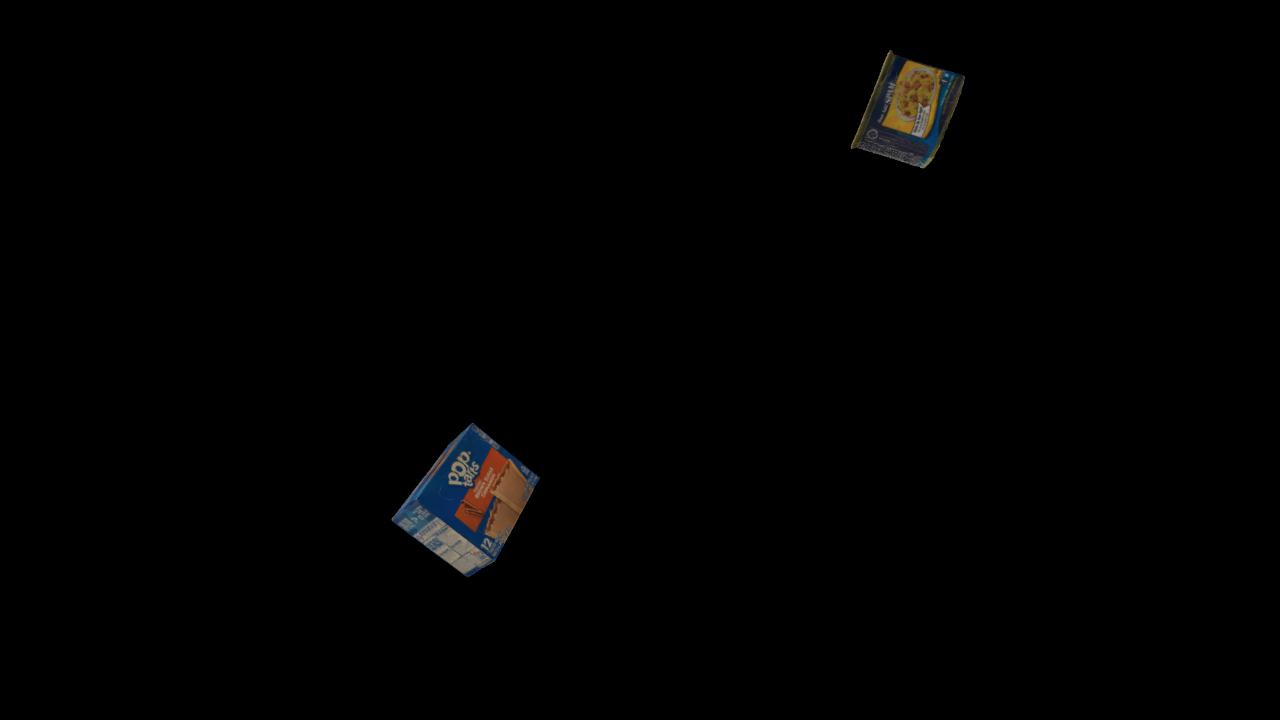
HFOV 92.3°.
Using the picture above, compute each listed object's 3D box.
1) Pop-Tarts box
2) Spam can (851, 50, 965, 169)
[{"bbox_3d":[-0.251,0.204,0.912,0.083,0.141,0.167,-39,15,33],"label":"Pop-Tarts box"},{"bbox_3d":[0.290,-0.270,0.668,0.085,0.101,0.058,22,-2,10],"label":"Spam can"}]
